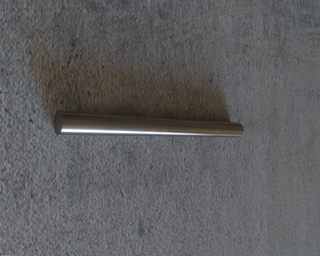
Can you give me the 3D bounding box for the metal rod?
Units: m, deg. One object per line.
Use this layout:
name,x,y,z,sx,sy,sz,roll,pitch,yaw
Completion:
metal rod,0.011,-0.001,0.415,0.302,0.025,0.025,2,89,-40
